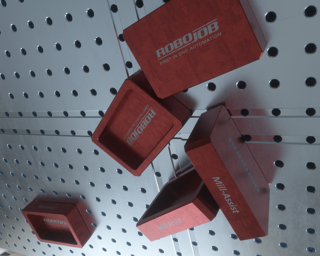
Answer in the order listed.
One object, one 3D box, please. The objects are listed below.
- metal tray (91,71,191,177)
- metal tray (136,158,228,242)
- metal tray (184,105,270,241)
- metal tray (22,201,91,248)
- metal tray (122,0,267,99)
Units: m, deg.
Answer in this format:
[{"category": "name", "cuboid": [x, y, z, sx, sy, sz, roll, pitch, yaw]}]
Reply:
[{"category": "metal tray", "cuboid": [-0.030, -0.001, 0.421, 0.090, 0.030, 0.129, 39, 129, 1]}, {"category": "metal tray", "cuboid": [0.033, 0.089, 0.395, 0.030, 0.090, 0.129, 46, 136, -4]}, {"category": "metal tray", "cuboid": [0.082, 0.048, 0.353, 0.030, 0.090, 0.130, -24, 106, 30]}, {"category": "metal tray", "cuboid": [-0.215, 0.198, 0.640, 0.130, 0.030, 0.090, -5, 116, 30]}, {"category": "metal tray", "cuboid": [0.034, -0.094, 0.331, 0.130, 0.030, 0.090, -19, 109, 35]}]
